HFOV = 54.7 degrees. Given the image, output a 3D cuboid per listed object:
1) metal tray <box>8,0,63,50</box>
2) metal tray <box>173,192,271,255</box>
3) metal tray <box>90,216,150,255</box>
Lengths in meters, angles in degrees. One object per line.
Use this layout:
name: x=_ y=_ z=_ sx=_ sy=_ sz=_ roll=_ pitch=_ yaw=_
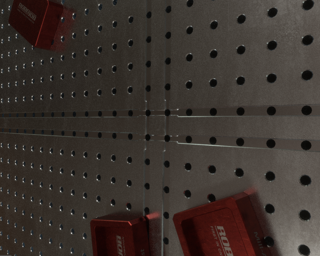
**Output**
metal tray: x=-0.246 y=-0.221 z=0.606 sx=0.130 sy=0.030 sz=0.089 roll=40 pitch=114 yaw=32
metal tray: x=0.074 y=0.147 z=0.343 sx=0.090 sy=0.030 sz=0.129 roll=-29 pitch=72 yaw=36
metal tray: x=-0.056 y=0.196 z=0.449 sx=0.090 sy=0.030 sz=0.129 roll=-11 pitch=83 yaw=39
